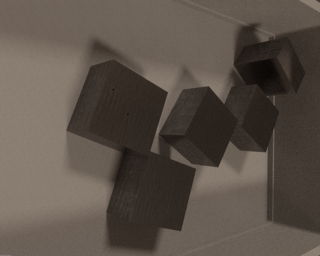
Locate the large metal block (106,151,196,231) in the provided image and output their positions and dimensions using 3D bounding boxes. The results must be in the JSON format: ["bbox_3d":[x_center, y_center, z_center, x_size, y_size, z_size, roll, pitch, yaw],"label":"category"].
[{"bbox_3d":[-0.009,0.077,0.385,0.080,0.050,0.080,25,74,-38],"label":"large metal block"}]

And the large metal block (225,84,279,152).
[{"bbox_3d":[0.147,-0.015,0.517,0.080,0.050,0.080,39,66,-33],"label":"large metal block"}]

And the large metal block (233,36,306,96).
[{"bbox_3d":[0.188,-0.101,0.532,0.080,0.080,0.050,47,62,-30],"label":"large metal block"}]

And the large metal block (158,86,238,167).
[{"bbox_3d":[0.057,-0.001,0.440,0.080,0.050,0.080,42,64,-32],"label":"large metal block"}]

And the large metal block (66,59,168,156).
[{"bbox_3d":[-0.046,-0.020,0.353,0.080,0.050,0.080,27,73,-37],"label":"large metal block"}]
